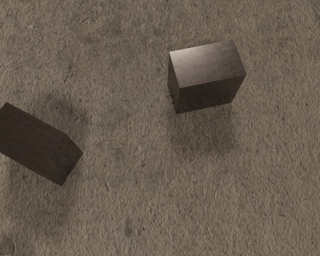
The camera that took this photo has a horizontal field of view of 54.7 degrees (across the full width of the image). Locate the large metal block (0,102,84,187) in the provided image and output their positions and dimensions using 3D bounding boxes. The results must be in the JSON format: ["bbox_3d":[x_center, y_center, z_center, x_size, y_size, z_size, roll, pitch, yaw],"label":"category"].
[{"bbox_3d":[-0.148,0.022,0.369,0.080,0.080,0.050,27,72,9],"label":"large metal block"}]

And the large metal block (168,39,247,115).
[{"bbox_3d":[0.056,-0.063,0.403,0.081,0.080,0.050,-12,71,-5],"label":"large metal block"}]
